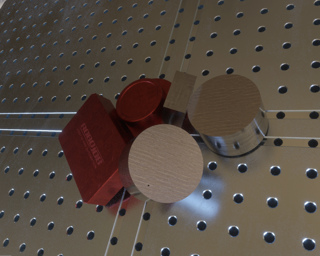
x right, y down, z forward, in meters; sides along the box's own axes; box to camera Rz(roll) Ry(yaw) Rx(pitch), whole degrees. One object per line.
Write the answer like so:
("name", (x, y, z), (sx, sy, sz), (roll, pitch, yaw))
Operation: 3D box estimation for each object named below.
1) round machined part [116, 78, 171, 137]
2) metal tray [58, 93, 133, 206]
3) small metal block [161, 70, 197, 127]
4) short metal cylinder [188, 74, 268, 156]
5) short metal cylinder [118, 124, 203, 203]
("round machined part", (-0.020, -0.029, 0.420), (0.098, 0.042, 0.098), (-13, 56, 21))
("metal tray", (-0.082, 0.025, 0.413), (0.090, 0.030, 0.130), (-48, 50, 14))
("small metal block", (0.022, -0.032, 0.372), (0.025, 0.050, 0.050), (18, 67, 5))
("short metal cylinder", (0.078, -0.015, 0.355), (0.080, 0.050, 0.080), (-13, 56, 21))
("short metal cylinder", (-0.001, 0.040, 0.336), (0.080, 0.080, 0.050), (-67, 12, -19))
